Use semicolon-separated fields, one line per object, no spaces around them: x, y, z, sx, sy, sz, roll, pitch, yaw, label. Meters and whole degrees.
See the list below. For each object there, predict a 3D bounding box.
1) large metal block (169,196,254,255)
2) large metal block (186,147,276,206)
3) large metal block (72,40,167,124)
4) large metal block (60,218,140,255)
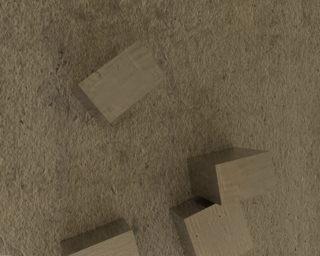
0.069;0.136;0.421;0.081;0.050;0.080;-21;97;-19;large metal block
0.092;0.060;0.414;0.081;0.080;0.050;-11;94;-20;large metal block
-0.051;-0.050;0.361;0.080;0.080;0.050;-41;103;-15;large metal block
-0.067;0.166;0.371;0.081;0.050;0.080;-17;96;-19;large metal block
